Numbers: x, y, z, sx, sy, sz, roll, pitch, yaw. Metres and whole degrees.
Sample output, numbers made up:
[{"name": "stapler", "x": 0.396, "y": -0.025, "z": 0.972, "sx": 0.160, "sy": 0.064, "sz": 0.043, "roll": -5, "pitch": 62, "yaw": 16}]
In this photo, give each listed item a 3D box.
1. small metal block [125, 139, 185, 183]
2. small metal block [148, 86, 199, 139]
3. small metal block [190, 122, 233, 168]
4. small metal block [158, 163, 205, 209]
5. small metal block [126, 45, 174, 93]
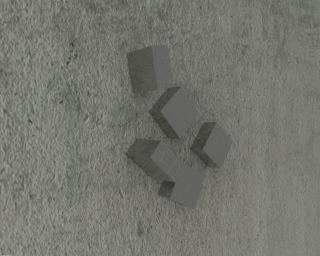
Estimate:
[{"name": "small metal block", "x": -0.006, "y": 0.040, "z": 0.383, "sx": 0.050, "sy": 0.050, "sz": 0.025, "roll": 48, "pitch": 62, "yaw": -30}, {"name": "small metal block", "x": 0.020, "y": -0.021, "z": 0.421, "sx": 0.050, "sy": 0.025, "sz": 0.050, "roll": -51, "pitch": 120, "yaw": -28}, {"name": "small metal block", "x": 0.079, "y": 0.026, "z": 0.471, "sx": 0.050, "sy": 0.025, "sz": 0.050, "roll": 44, "pitch": 63, "yaw": -31}, {"name": "small metal block", "x": 0.031, "y": 0.079, "z": 0.430, "sx": 0.050, "sy": 0.025, "sz": 0.050, "roll": 32, "pitch": 70, "yaw": -36}, {"name": "small metal block", "x": -0.013, "y": -0.071, "z": 0.377, "sx": 0.025, "sy": 0.050, "sz": 0.050, "roll": -15, "pitch": 100, "yaw": -39}]
